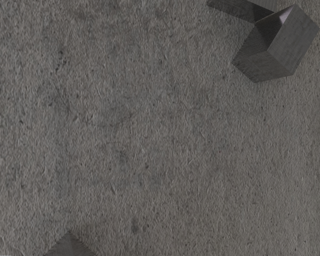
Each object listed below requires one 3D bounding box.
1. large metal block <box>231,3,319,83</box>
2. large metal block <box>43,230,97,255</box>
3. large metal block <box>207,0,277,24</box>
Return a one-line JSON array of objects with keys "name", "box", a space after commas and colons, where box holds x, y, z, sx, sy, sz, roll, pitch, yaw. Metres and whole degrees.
[{"name": "large metal block", "box": [0.160, -0.115, 0.438, 0.050, 0.080, 0.080, 36, 78, -17]}, {"name": "large metal block", "box": [-0.110, 0.172, 0.339, 0.080, 0.080, 0.050, -45, 104, -14]}, {"name": "large metal block", "box": [0.121, -0.207, 0.440, 0.081, 0.050, 0.080, 13, 86, -20]}]
